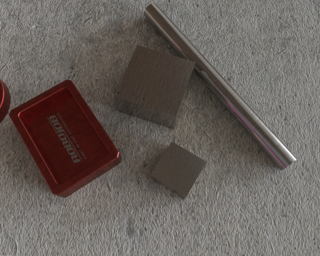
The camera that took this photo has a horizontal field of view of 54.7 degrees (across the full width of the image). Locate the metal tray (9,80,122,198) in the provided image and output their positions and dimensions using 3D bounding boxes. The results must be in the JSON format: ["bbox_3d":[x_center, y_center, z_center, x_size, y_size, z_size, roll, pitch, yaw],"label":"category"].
[{"bbox_3d":[-0.121,0.011,0.400,0.090,0.030,0.130,-33,73,-11],"label":"metal tray"}]

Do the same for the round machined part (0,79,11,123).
[{"bbox_3d":[-0.258,-0.039,0.412,0.099,0.042,0.098,0,70,0],"label":"round machined part"}]

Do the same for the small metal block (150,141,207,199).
[{"bbox_3d":[0.023,0.053,0.389,0.050,0.025,0.050,30,73,10],"label":"small metal block"}]

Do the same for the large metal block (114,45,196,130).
[{"bbox_3d":[-0.005,-0.054,0.415,0.080,0.050,0.080,18,71,6],"label":"large metal block"}]

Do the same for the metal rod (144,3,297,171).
[{"bbox_3d":[0.074,-0.067,0.433,0.025,0.025,0.300,-35,74,-12],"label":"metal rod"}]
